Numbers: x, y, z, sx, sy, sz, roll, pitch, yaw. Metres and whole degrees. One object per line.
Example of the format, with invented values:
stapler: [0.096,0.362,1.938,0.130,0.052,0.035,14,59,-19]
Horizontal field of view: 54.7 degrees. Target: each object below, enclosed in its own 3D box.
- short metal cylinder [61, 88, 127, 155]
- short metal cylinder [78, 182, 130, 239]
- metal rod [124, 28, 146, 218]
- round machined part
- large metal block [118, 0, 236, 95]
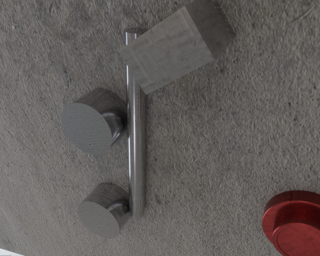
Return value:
short metal cylinder: [-0.088,-0.009,0.431,0.080,0.050,0.079,13,124,21]
short metal cylinder: [-0.091,0.139,0.525,0.080,0.050,0.079,13,124,21]
metal rod: [-0.033,0.014,0.433,0.025,0.025,0.298,15,125,19]
round machined part: [0.177,0.129,0.382,0.098,0.042,0.097,13,124,21]
large metal block: [0.020,-0.085,0.309,0.080,0.080,0.050,-22,106,36]
